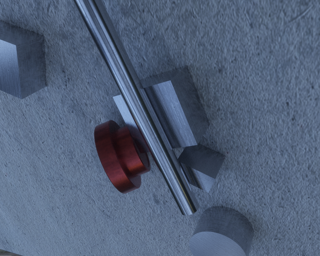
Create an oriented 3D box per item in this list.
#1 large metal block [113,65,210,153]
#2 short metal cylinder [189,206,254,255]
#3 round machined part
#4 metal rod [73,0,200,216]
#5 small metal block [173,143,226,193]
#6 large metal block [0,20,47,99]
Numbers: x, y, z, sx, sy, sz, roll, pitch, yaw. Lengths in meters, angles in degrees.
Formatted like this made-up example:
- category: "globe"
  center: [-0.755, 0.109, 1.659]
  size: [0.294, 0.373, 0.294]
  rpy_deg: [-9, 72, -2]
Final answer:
- category: "large metal block"
  center: [0.004, -0.021, 0.375]
  size: [0.080, 0.050, 0.080]
  rpy_deg: [-11, 113, 32]
- category: "short metal cylinder"
  center: [0.088, 0.159, 0.442]
  size: [0.080, 0.050, 0.079]
  rpy_deg: [13, 124, 20]
- category: "round machined part"
  center: [-0.045, 0.034, 0.411]
  size: [0.042, 0.098, 0.098]
  rpy_deg: [-23, 109, 5]
- category: "metal rod"
  center: [-0.024, -0.029, 0.336]
  size: [0.025, 0.025, 0.299]
  rpy_deg: [-13, 112, 33]
- category: "small metal block"
  center: [0.050, 0.047, 0.393]
  size: [0.050, 0.050, 0.025]
  rpy_deg: [25, 127, 12]
- category: "large metal block"
  center: [-0.212, -0.098, 0.439]
  size: [0.080, 0.050, 0.079]
  rpy_deg: [22, 127, 14]
